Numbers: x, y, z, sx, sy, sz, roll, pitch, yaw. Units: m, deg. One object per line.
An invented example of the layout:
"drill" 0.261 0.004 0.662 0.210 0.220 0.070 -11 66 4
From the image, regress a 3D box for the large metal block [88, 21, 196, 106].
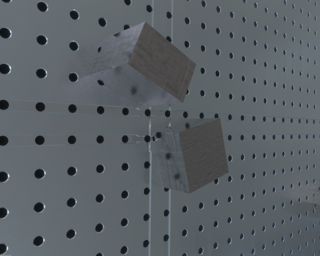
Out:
"large metal block" -0.020 -0.067 0.355 0.080 0.080 0.050 31 71 -36

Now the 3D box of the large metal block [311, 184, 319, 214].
"large metal block" 0.412 0.178 0.717 0.080 0.080 0.050 44 64 -31

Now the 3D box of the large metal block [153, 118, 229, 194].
"large metal block" 0.044 0.034 0.429 0.081 0.050 0.080 -18 102 -38
